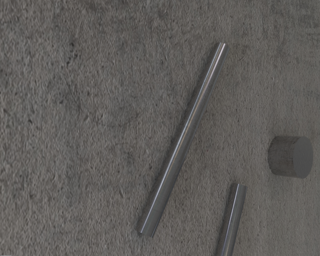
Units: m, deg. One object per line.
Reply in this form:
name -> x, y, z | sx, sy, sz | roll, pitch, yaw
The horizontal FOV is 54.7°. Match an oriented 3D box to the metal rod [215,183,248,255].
metal rod -> 0.091, 0.234, 0.480 | 0.025, 0.025, 0.299 | 28, 73, -37

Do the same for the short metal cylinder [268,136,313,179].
short metal cylinder -> 0.254, 0.055, 0.601 | 0.081, 0.050, 0.080 | 0, 90, -40

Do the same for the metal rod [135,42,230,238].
metal rod -> 0.038, 0.004, 0.436 | 0.025, 0.025, 0.300 | 38, 67, -34
